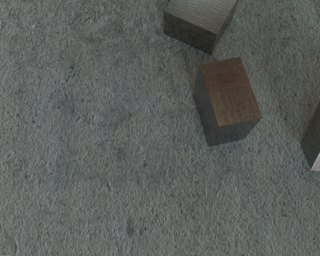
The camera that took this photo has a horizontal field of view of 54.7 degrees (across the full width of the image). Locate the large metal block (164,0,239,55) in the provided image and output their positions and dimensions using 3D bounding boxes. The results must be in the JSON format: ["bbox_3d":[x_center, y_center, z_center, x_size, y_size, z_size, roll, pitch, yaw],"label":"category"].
[{"bbox_3d":[0.060,-0.168,0.456,0.080,0.050,0.080,27,72,9],"label":"large metal block"}]

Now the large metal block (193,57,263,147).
[{"bbox_3d":[0.080,-0.030,0.390,0.050,0.080,0.080,-12,71,-4],"label":"large metal block"}]

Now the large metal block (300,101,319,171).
[{"bbox_3d":[0.228,0.010,0.369,0.080,0.079,0.050,7,37,2],"label":"large metal block"}]
